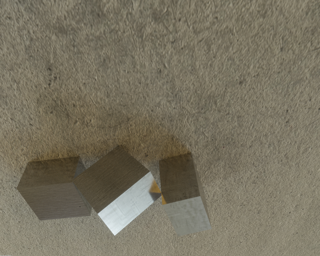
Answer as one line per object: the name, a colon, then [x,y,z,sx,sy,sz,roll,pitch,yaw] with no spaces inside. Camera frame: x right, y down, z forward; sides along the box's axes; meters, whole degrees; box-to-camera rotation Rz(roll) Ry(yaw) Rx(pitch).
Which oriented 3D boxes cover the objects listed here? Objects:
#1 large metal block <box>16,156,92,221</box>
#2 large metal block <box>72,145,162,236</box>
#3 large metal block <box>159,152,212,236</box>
large metal block: [-0.152,0.092,0.468,0.080,0.050,0.080,-7,130,6]
large metal block: [-0.058,0.080,0.418,0.080,0.080,0.050,-38,130,-18]
large metal block: [0.036,0.097,0.452,0.050,0.080,0.080,-15,129,8]
